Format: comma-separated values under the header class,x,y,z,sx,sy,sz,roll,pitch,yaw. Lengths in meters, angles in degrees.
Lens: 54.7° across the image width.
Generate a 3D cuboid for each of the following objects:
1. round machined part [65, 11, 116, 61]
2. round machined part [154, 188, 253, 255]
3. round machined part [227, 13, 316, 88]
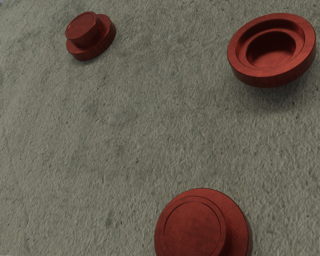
class,x,y,z,sx,sy,sz,roll,pitch,yaw
round machined part,-0.134,-0.175,0.571,0.098,0.042,0.098,-13,56,21
round machined part,0.038,0.106,0.308,0.098,0.042,0.098,-13,56,21
round machined part,0.135,-0.088,0.376,0.098,0.042,0.098,-13,56,21
